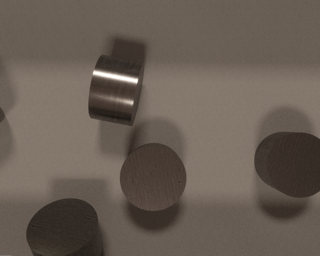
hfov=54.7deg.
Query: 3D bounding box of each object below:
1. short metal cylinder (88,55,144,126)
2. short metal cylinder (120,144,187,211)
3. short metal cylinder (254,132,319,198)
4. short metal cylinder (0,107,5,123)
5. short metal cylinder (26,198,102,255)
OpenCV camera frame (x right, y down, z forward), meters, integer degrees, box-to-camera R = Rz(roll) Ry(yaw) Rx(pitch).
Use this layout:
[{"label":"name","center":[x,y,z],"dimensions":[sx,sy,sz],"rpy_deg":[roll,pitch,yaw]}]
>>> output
[{"label":"short metal cylinder","center":[-0.052,-0.046,0.383],"dimensions":[0.050,0.080,0.080],"rpy_deg":[11,90,0]},{"label":"short metal cylinder","center":[-0.008,0.060,0.399],"dimensions":[0.081,0.050,0.079],"rpy_deg":[0,90,-1]},{"label":"short metal cylinder","center":[0.170,0.045,0.401],"dimensions":[0.081,0.050,0.079],"rpy_deg":[0,90,-1]},{"label":"short metal cylinder","center":[-0.244,-0.021,0.381],"dimensions":[0.050,0.080,0.080],"rpy_deg":[-43,91,0]},{"label":"short metal cylinder","center":[-0.113,0.133,0.376],"dimensions":[0.081,0.080,0.050],"rpy_deg":[0,127,-1]}]
